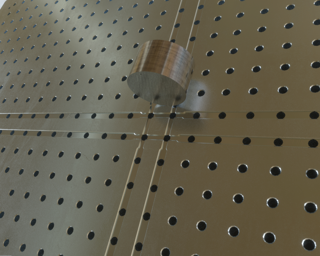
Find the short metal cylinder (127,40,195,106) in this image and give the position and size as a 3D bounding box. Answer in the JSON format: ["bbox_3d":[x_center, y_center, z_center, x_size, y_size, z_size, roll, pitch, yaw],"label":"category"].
[{"bbox_3d":[0.002,-0.072,0.416,0.080,0.080,0.050,3,64,30],"label":"short metal cylinder"}]
